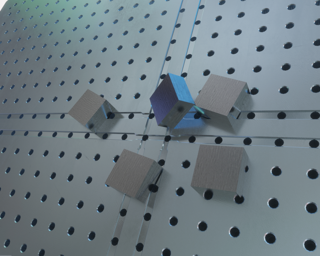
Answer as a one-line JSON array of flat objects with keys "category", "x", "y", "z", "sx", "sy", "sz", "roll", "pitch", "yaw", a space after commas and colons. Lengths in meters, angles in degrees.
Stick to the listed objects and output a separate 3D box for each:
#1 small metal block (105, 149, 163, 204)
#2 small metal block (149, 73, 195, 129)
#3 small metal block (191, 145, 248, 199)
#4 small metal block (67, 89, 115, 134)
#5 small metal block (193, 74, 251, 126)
[{"category": "small metal block", "x": -0.033, "y": 0.060, "z": 0.390, "sx": 0.050, "sy": 0.025, "sz": 0.050, "roll": 17, "pitch": 70, "yaw": 34}, {"category": "small metal block", "x": 0.014, "y": -0.035, "z": 0.408, "sx": 0.050, "sy": 0.025, "sz": 0.050, "roll": -51, "pitch": 42, "yaw": 37}, {"category": "small metal block", "x": 0.067, "y": 0.048, "z": 0.345, "sx": 0.050, "sy": 0.025, "sz": 0.050, "roll": 2, "pitch": 63, "yaw": 29}, {"category": "small metal block", "x": -0.107, "y": -0.027, "z": 0.482, "sx": 0.050, "sy": 0.025, "sz": 0.050, "roll": 30, "pitch": 78, "yaw": 37}, {"category": "small metal block", "x": 0.077, "y": -0.036, "z": 0.391, "sx": 0.050, "sy": 0.025, "sz": 0.050, "roll": 22, "pitch": 74, "yaw": 36}]
